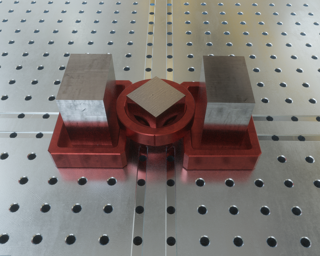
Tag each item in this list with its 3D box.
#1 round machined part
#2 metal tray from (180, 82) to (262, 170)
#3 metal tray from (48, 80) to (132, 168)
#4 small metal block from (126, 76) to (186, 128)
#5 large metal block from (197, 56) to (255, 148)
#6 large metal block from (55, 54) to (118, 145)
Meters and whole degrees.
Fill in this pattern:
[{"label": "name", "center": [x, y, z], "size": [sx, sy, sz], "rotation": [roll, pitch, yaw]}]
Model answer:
[{"label": "round machined part", "center": [-0.005, -0.016, 0.398], "size": [0.099, 0.042, 0.098], "rotation": [0, 50, 0]}, {"label": "metal tray", "center": [0.074, -0.008, 0.410], "size": [0.091, 0.030, 0.130], "rotation": [0, 50, 0]}, {"label": "metal tray", "center": [-0.085, -0.010, 0.411], "size": [0.091, 0.030, 0.130], "rotation": [1, 50, 0]}, {"label": "small metal block", "center": [-0.005, -0.031, 0.381], "size": [0.050, 0.025, 0.050], "rotation": [37, 59, 27]}, {"label": "large metal block", "center": [0.076, -0.032, 0.381], "size": [0.050, 0.080, 0.080], "rotation": [1, 50, 1]}, {"label": "large metal block", "center": [-0.084, -0.035, 0.383], "size": [0.050, 0.080, 0.080], "rotation": [1, 50, 1]}]
